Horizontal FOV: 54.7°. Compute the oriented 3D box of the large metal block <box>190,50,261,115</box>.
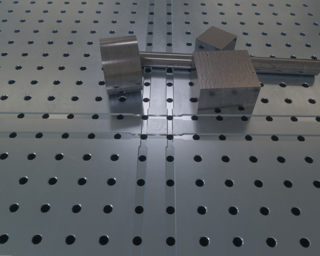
[{"bbox_3d":[0.091,-0.067,0.449,0.081,0.050,0.080,-2,50,-2],"label":"large metal block"}]

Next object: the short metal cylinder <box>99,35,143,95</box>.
[{"bbox_3d":[-0.056,-0.091,0.448,0.050,0.080,0.080,-8,51,-7],"label":"short metal cylinder"}]

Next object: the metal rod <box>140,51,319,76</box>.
[{"bbox_3d":[0.099,-0.104,0.495,0.302,0.025,0.025,3,50,2],"label":"metal rod"}]

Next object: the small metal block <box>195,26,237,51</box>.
[{"bbox_3d":[0.095,-0.145,0.530,0.050,0.025,0.050,32,57,24],"label":"small metal block"}]
